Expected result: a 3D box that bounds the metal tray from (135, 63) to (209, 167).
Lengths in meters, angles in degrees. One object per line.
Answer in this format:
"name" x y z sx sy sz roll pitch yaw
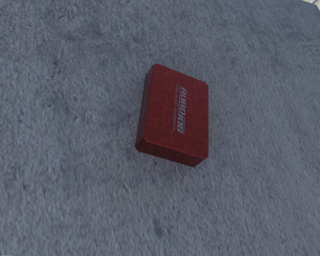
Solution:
"metal tray" 0.020 -0.020 0.425 0.091 0.030 0.130 18 54 -18
